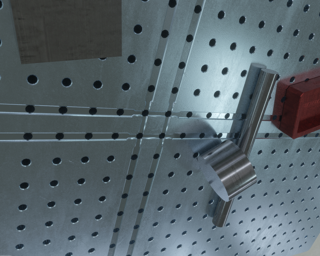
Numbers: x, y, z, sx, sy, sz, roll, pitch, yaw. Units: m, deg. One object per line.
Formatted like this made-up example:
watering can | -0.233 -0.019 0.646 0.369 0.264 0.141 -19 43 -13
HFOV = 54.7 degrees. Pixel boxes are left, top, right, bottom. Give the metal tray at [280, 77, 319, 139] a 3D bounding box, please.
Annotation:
metal tray | 0.274 -0.041 0.535 0.131 0.030 0.089 -17 126 -19

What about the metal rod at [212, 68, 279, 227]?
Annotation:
metal rod | 0.135 0.048 0.517 0.025 0.025 0.298 -4 121 -27

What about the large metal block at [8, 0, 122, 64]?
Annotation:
large metal block | -0.085 -0.096 0.271 0.081 0.080 0.050 -11 123 -23

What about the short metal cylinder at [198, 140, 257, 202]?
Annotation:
short metal cylinder | 0.101 0.065 0.473 0.050 0.080 0.080 -30 129 -10
